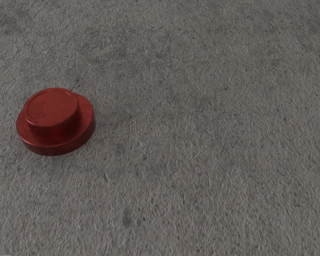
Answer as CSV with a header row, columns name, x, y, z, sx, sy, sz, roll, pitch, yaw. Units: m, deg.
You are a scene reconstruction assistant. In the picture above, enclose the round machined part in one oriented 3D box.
name,x,y,z,sx,sy,sz,roll,pitch,yaw
round machined part,-0.137,-0.015,0.404,0.099,0.042,0.098,0,50,0
